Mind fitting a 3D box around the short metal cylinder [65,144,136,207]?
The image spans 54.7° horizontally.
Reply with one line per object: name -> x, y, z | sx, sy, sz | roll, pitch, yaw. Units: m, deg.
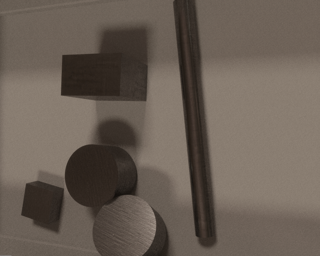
short metal cylinder -> -0.080, 0.063, 0.420 | 0.080, 0.050, 0.080 | -2, 83, 21

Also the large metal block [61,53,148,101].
large metal block -> -0.069, -0.063, 0.405 | 0.080, 0.080, 0.050 | 3, 91, 19

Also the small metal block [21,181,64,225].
small metal block -> -0.179, 0.113, 0.472 | 0.050, 0.025, 0.050 | 11, 94, 19

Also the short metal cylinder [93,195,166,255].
short metal cylinder -> -0.037, 0.131, 0.392 | 0.080, 0.050, 0.080 | -7, 60, 12

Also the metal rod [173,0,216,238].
metal rod -> 0.043, -0.014, 0.394 | 0.025, 0.025, 0.298 | -6, 88, 19
